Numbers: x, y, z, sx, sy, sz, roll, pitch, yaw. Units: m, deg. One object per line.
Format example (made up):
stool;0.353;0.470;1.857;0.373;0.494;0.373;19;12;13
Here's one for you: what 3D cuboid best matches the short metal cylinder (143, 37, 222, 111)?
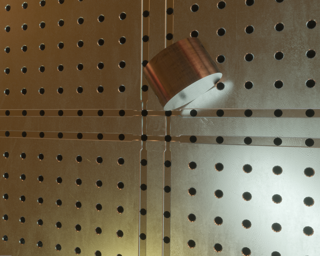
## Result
short metal cylinder;0.027;-0.063;0.373;0.080;0.080;0.050;-33;80;17
